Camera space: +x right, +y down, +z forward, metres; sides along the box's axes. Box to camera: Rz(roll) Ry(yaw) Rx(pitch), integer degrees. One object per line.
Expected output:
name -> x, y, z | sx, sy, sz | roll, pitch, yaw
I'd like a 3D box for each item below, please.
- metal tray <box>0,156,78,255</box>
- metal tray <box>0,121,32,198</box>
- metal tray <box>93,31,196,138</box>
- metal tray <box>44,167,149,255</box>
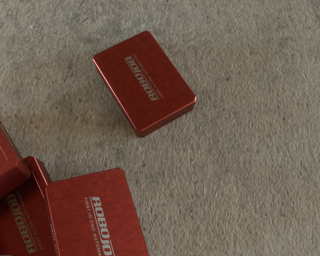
metal tray -> -0.161, 0.110, 0.363 | 0.090, 0.030, 0.130 | -29, 73, -10
metal tray -> -0.223, 0.034, 0.366 | 0.090, 0.030, 0.130 | -36, 56, -16
metal tray -> -0.022, -0.063, 0.428 | 0.090, 0.030, 0.130 | -29, 73, -11
metal tray -> -0.070, 0.117, 0.345 | 0.091, 0.030, 0.130 | -10, 69, -28
